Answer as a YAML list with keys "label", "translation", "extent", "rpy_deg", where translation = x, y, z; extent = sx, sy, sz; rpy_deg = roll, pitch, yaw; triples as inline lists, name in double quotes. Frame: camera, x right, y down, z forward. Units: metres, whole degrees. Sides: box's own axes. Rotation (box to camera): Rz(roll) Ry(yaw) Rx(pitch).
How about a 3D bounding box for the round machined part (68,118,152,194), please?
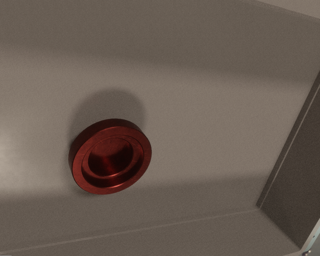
- label: "round machined part"
  translation: [-0.063, 0.031, 0.383]
  extent: [0.099, 0.042, 0.097]
  rpy_deg: [-14, 125, -21]
